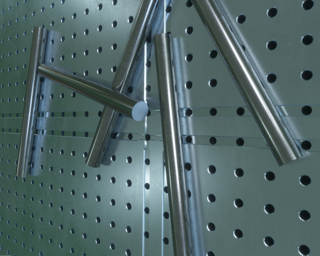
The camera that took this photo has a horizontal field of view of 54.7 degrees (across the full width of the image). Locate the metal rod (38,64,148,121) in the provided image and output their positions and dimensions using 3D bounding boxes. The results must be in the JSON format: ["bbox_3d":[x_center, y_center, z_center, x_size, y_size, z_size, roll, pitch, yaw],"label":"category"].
[{"bbox_3d":[-0.122,-0.065,0.482,0.300,0.025,0.025,25,106,44],"label":"metal rod"}]

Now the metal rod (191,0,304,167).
[{"bbox_3d":[0.073,-0.098,0.347,0.025,0.025,0.299,-35,69,34],"label":"metal rod"}]

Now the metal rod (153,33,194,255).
[{"bbox_3d":[0.018,0.029,0.392,0.025,0.025,0.298,-9,84,39],"label":"metal rod"}]

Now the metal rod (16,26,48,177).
[{"bbox_3d":[-0.257,-0.047,0.616,0.025,0.025,0.298,18,101,38],"label":"metal rod"}]

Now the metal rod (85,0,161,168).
[{"bbox_3d":[-0.053,-0.075,0.450,0.025,0.025,0.298,35,111,34],"label":"metal rod"}]
